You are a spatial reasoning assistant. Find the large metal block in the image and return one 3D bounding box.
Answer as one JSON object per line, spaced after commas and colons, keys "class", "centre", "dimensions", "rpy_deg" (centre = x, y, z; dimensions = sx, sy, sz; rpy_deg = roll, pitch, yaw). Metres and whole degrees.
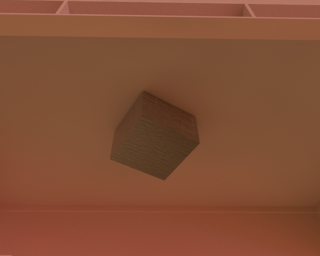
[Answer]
{"class": "large metal block", "centre": [-0.008, 0.013, 0.399], "dimensions": [0.080, 0.050, 0.080], "rpy_deg": [25, 125, -20]}
